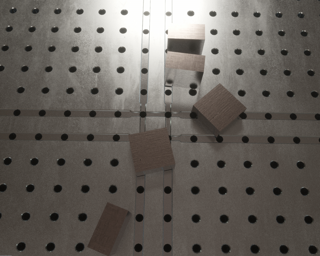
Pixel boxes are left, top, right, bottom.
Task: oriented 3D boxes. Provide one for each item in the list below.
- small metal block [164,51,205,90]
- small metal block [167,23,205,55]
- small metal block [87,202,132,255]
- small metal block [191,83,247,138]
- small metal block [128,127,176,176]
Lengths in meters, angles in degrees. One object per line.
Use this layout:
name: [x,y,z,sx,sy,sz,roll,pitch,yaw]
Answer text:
small metal block: [0.033,-0.078,0.428,0.050,0.050,0.025,7,70,2]
small metal block: [0.036,-0.123,0.444,0.050,0.050,0.025,2,70,0]
small metal block: [-0.056,0.116,0.355,0.025,0.050,0.050,21,71,7]
small metal block: [0.080,-0.024,0.422,0.050,0.025,0.050,-40,75,-14]
small metal block: [-0.011,0.031,0.400,0.050,0.025,0.050,-12,71,-5]
